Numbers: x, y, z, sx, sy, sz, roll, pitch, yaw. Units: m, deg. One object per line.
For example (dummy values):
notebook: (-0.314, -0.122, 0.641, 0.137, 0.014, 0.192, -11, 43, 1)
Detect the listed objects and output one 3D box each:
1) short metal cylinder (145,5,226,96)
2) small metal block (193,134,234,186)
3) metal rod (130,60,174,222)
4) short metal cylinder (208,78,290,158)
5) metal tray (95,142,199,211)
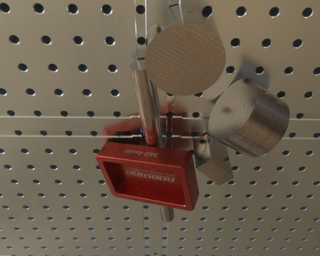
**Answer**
short metal cylinder: (0.025, -0.081, 0.326, 0.081, 0.050, 0.079, 0, 130, 0)
small metal block: (0.074, 0.044, 0.434, 0.025, 0.050, 0.050, -36, 122, 26)
metal rod: (-0.004, 0.041, 0.446, 0.025, 0.025, 0.298, -5, 130, 4)
short metal cylinder: (0.103, -0.011, 0.367, 0.050, 0.080, 0.080, 27, 125, -21)
metal tray: (-0.016, 0.067, 0.434, 0.130, 0.030, 0.090, 5, 132, 23)
